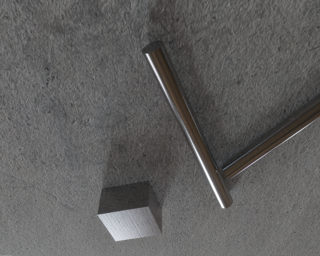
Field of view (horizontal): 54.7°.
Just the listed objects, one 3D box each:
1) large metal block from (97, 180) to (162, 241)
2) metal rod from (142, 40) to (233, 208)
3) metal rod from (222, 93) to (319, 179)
[{"bbox_3d":[-0.046,0.137,0.507,0.080,0.050,0.080,-12,130,9],"label":"large metal block"},{"bbox_3d":[0.050,0.017,0.422,0.025,0.025,0.299,-18,128,14],"label":"metal rod"},{"bbox_3d":[0.196,-0.024,0.389,0.025,0.025,0.299,32,123,-24],"label":"metal rod"}]
